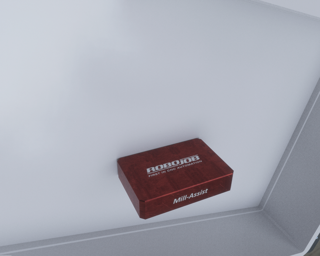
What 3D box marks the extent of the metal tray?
[{"bbox_3d":[0.019,0.062,0.414,0.131,0.090,0.030,-13,124,-21],"label":"metal tray"}]
